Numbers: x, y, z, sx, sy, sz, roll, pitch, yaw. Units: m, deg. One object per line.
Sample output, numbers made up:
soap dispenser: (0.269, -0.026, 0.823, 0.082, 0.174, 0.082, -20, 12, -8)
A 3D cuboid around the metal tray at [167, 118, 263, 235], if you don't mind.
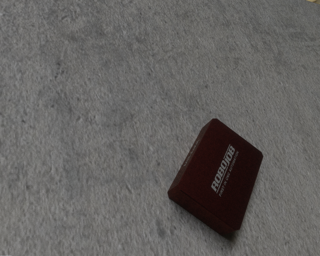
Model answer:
metal tray: (0.077, 0.059, 0.406, 0.090, 0.030, 0.130, 37, 51, -4)
